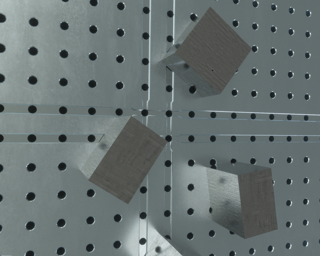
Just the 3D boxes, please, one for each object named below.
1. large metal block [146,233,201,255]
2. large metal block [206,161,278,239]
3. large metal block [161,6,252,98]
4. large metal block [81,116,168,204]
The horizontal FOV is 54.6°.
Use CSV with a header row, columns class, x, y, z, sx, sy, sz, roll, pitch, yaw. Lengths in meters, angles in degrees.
class,x,y,z,sx,sy,sz,roll,pitch,yaw
large metal block,0.031,0.187,0.395,0.080,0.080,0.050,34,79,-17
large metal block,0.109,0.093,0.423,0.050,0.080,0.080,-8,93,-20
large metal block,0.063,-0.100,0.422,0.080,0.050,0.080,39,78,-16
large metal block,-0.046,0.034,0.366,0.050,0.080,0.080,36,79,-17
